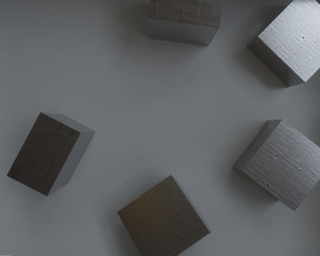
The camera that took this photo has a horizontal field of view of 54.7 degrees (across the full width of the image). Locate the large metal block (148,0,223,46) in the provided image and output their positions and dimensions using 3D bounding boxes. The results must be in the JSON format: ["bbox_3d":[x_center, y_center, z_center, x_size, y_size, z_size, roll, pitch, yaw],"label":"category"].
[{"bbox_3d":[0.029,-0.141,0.384,0.080,0.080,0.050,7,90,0],"label":"large metal block"}]

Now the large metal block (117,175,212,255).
[{"bbox_3d":[0.007,0.118,0.386,0.080,0.050,0.080,-35,68,0],"label":"large metal block"}]

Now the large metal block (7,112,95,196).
[{"bbox_3d":[-0.129,0.029,0.383,0.050,0.080,0.080,28,90,0],"label":"large metal block"}]

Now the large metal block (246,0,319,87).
[{"bbox_3d":[0.175,-0.112,0.400,0.080,0.050,0.080,44,90,0],"label":"large metal block"}]

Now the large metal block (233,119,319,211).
[{"bbox_3d":[0.156,0.045,0.400,0.080,0.050,0.080,38,90,0],"label":"large metal block"}]
